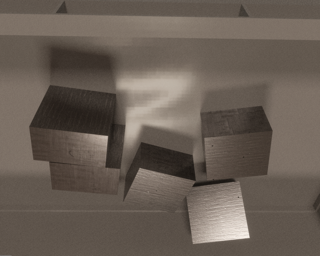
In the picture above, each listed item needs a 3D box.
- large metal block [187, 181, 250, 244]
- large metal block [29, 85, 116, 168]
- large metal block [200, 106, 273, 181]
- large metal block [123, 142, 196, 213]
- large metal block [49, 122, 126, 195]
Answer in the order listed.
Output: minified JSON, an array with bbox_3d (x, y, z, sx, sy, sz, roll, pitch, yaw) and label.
[{"bbox_3d":[0.086,0.128,0.474,0.080,0.080,0.050,-9,166,7],"label":"large metal block"},{"bbox_3d":[-0.099,-0.003,0.369,0.081,0.080,0.050,7,130,-7],"label":"large metal block"},{"bbox_3d":[0.099,0.021,0.413,0.080,0.050,0.080,-6,130,5],"label":"large metal block"},{"bbox_3d":[-0.003,0.075,0.457,0.081,0.050,0.079,15,128,-13],"label":"large metal block"},{"bbox_3d":[-0.090,0.036,0.402,0.081,0.080,0.050,6,130,-6],"label":"large metal block"}]
